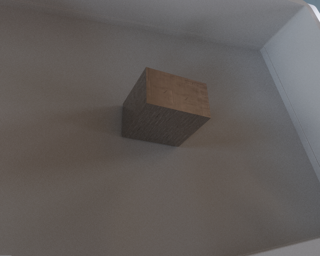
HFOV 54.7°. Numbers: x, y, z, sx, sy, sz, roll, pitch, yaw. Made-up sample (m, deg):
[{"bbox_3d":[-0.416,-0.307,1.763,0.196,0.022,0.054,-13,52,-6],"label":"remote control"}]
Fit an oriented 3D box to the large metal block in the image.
[{"bbox_3d":[0.005,-0.022,0.385,0.081,0.080,0.050,12,57,-22],"label":"large metal block"}]
